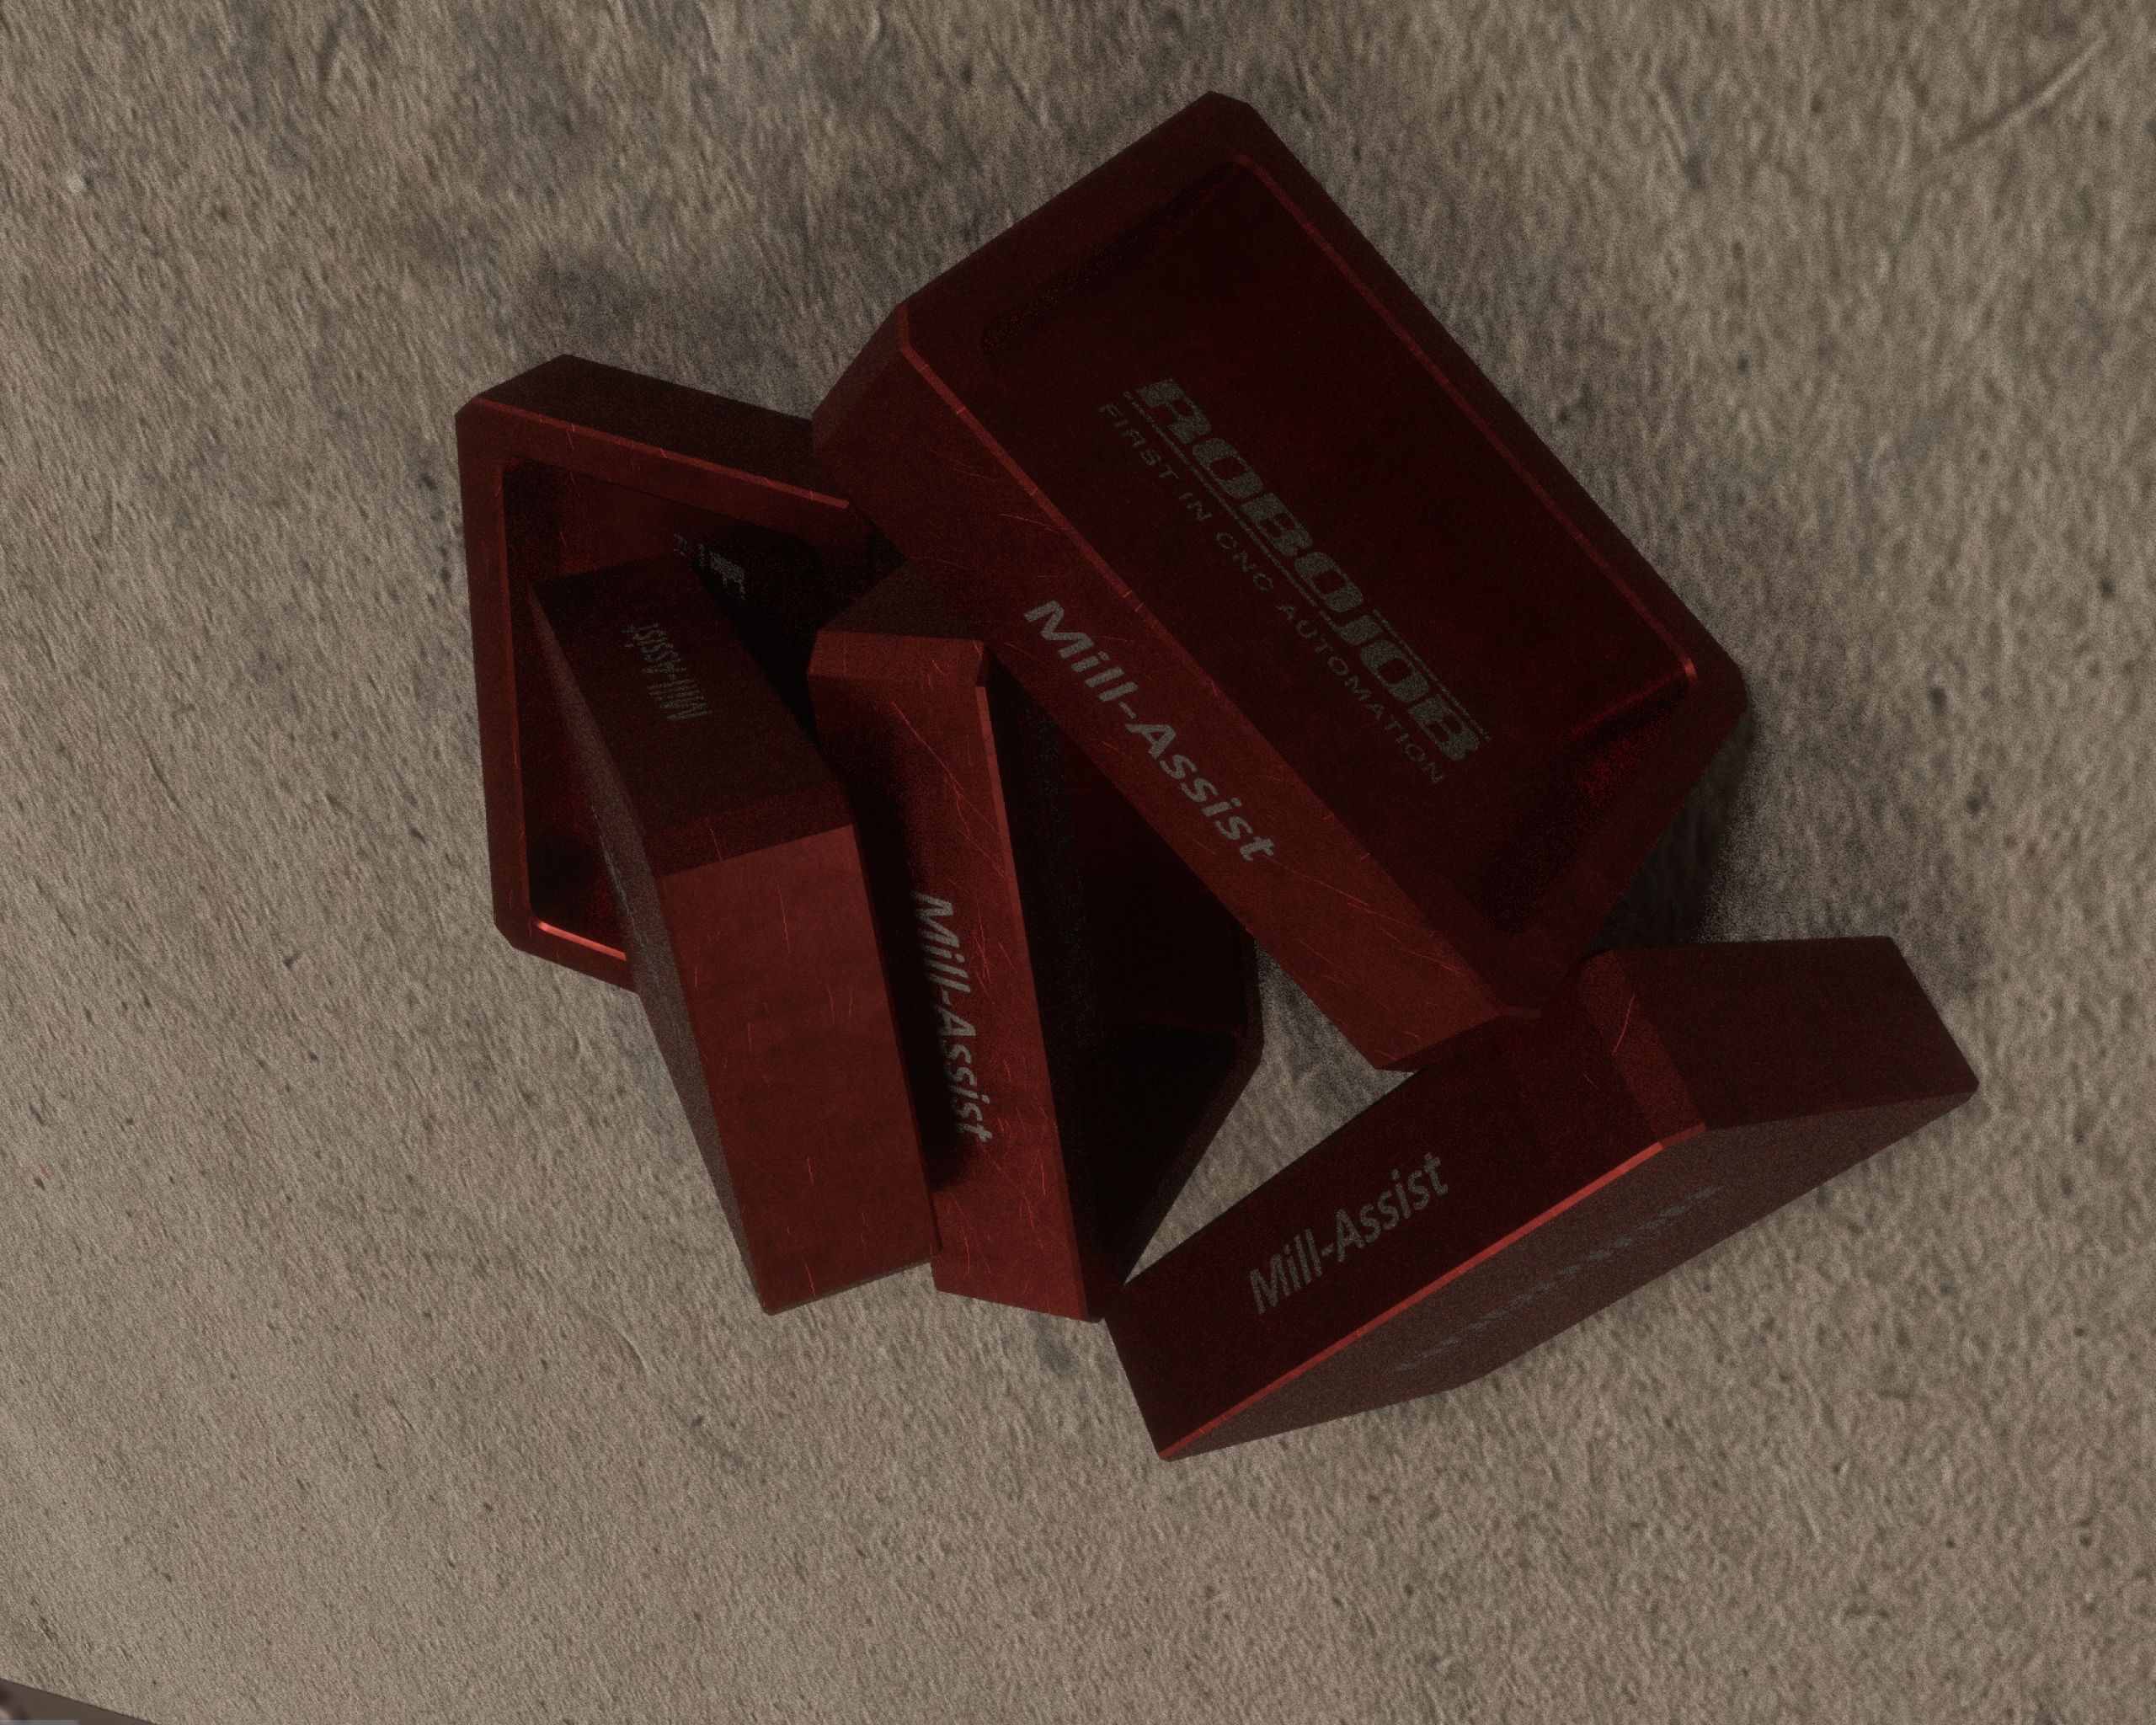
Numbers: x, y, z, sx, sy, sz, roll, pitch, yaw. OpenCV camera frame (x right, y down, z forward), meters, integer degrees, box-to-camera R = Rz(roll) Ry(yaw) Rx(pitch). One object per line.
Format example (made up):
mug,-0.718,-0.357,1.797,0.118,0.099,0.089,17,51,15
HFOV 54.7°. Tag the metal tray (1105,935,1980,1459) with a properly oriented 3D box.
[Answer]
metal tray,0.076,0.059,0.362,0.129,0.091,0.030,-44,58,39

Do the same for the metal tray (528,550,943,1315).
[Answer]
metal tray,-0.064,0.007,0.371,0.130,0.030,0.089,-131,29,-57

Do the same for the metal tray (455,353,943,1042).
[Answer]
metal tray,-0.077,-0.029,0.426,0.090,0.030,0.129,18,126,17

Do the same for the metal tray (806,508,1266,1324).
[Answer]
metal tray,-0.001,0.003,0.368,0.030,0.090,0.129,6,122,25

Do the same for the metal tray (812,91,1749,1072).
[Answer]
metal tray,0.035,-0.044,0.317,0.130,0.090,0.030,47,143,-6
